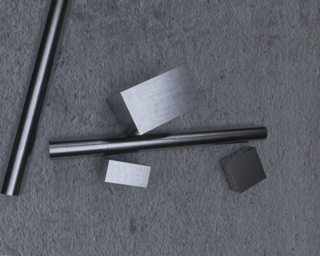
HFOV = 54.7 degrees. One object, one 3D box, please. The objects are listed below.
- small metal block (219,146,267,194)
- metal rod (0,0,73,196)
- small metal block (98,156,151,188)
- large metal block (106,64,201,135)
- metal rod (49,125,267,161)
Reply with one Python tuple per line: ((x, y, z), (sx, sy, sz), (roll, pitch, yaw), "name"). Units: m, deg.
((0.122, 0.060, 0.456), (0.050, 0.025, 0.050), (-25, 99, -19), "small metal block")
((-0.135, -0.072, 0.359), (0.025, 0.025, 0.298), (14, 85, -20), "metal rod")
((-0.045, 0.053, 0.380), (0.050, 0.050, 0.025), (12, 86, -20), "small metal block")
((-0.011, -0.032, 0.377), (0.081, 0.080, 0.050), (-27, 100, -18), "large metal block")
((0.012, 0.017, 0.414), (0.303, 0.025, 0.025), (-4, 92, -20), "metal rod")
